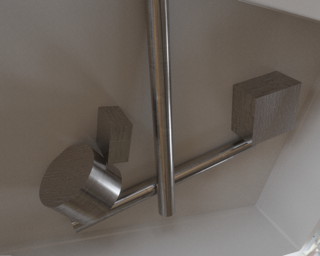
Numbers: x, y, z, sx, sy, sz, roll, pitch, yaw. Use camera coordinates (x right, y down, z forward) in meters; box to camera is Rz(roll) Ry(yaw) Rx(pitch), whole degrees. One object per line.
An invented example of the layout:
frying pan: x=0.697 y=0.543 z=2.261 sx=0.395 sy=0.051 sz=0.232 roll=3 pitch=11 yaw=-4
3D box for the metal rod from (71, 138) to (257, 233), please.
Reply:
metal rod: x=0.015 y=0.077 z=0.466 sx=0.302 sy=0.025 sz=0.025 roll=-23 pitch=127 yaw=-15

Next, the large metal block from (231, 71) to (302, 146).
large metal block: x=0.156 y=-0.030 z=0.462 sx=0.081 sy=0.050 sz=0.079 roll=-19 pitch=126 yaw=-18

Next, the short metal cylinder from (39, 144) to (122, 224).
short metal cylinder: x=-0.093 y=0.065 z=0.364 sx=0.080 sy=0.080 sz=0.050 roll=-42 pitch=130 yaw=0

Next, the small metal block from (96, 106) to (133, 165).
small metal block: x=-0.056 y=0.007 z=0.368 sx=0.025 sy=0.050 sz=0.050 roll=-5 pitch=121 yaw=-26

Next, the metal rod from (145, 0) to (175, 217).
metal rod: x=0.003 y=-0.011 z=0.386 sx=0.025 sy=0.025 sz=0.298 roll=-14 pitch=119 yaw=-21
